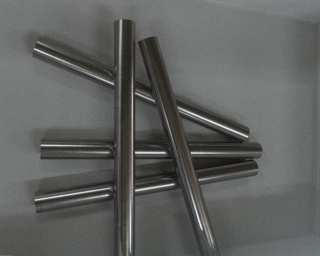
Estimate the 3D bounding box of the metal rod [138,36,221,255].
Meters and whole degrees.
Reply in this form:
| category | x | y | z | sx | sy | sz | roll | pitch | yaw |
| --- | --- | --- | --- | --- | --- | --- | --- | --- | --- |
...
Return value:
| category | x | y | z | sx | sy | sz | roll | pitch | yaw |
| --- | --- | --- | --- | --- | --- | --- | --- | --- | --- |
| metal rod | 0.027 | 0.035 | 0.393 | 0.025 | 0.025 | 0.298 | -19 | 97 | -19 |

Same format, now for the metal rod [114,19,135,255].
| category | x | y | z | sx | sy | sz | roll | pitch | yaw |
| --- | --- | --- | --- | --- | --- | --- | --- | --- | --- |
| metal rod | -0.042 | 0.025 | 0.367 | 0.025 | 0.025 | 0.298 | 0 | 90 | -20 |

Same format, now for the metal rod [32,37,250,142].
| category | x | y | z | sx | sy | sz | roll | pitch | yaw |
| --- | --- | --- | --- | --- | --- | --- | --- | --- | --- |
| metal rod | -0.009 | -0.042 | 0.406 | 0.302 | 0.025 | 0.025 | 21 | 83 | -19 |

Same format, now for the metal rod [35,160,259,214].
| category | x | y | z | sx | sy | sz | roll | pitch | yaw |
| --- | --- | --- | --- | --- | --- | --- | --- | --- | --- |
| metal rod | -0.002 | 0.073 | 0.409 | 0.303 | 0.025 | 0.025 | -5 | 92 | -20 |

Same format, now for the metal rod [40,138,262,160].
| category | x | y | z | sx | sy | sz | roll | pitch | yaw |
| --- | --- | --- | --- | --- | --- | --- | --- | --- | --- |
| metal rod | 0.004 | 0.029 | 0.411 | 0.303 | 0.025 | 0.025 | 2 | 90 | -21 |
